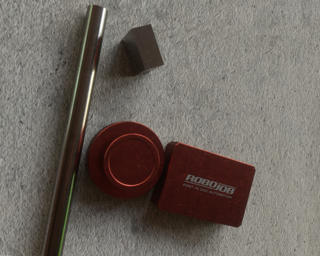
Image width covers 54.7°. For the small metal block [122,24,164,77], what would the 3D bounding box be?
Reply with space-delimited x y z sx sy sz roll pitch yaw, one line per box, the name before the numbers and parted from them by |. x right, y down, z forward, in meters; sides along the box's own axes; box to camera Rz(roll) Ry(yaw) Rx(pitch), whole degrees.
small metal block | -0.023 -0.096 0.387 0.025 0.050 0.050 -21 97 -19

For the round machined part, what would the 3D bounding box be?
round machined part | -0.039 0.040 0.386 0.099 0.042 0.097 0 90 -20

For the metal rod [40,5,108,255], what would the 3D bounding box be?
metal rod | -0.102 0.001 0.371 0.025 0.025 0.298 11 86 -20

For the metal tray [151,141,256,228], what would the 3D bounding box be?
metal tray | 0.062 0.079 0.430 0.131 0.030 0.090 18 84 -19
